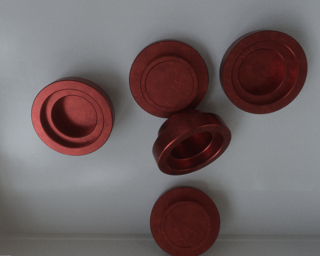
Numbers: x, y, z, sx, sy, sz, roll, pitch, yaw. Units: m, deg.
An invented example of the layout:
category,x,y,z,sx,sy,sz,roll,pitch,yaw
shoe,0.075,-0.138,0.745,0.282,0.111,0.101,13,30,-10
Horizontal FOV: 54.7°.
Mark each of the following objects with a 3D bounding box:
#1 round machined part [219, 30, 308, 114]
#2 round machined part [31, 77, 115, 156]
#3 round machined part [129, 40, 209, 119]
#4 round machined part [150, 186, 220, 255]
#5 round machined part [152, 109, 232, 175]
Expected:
category,x,y,z,sx,sy,sz,roll,pitch,yaw
round machined part,0.121,-0.069,0.378,0.099,0.042,0.097,0,110,0
round machined part,-0.106,-0.017,0.395,0.099,0.042,0.097,0,110,0
round machined part,0.011,-0.057,0.381,0.099,0.042,0.097,0,110,0
round machined part,0.035,0.132,0.432,0.099,0.042,0.097,0,86,1
round machined part,0.036,0.014,0.391,0.099,0.042,0.097,-17,143,-13
